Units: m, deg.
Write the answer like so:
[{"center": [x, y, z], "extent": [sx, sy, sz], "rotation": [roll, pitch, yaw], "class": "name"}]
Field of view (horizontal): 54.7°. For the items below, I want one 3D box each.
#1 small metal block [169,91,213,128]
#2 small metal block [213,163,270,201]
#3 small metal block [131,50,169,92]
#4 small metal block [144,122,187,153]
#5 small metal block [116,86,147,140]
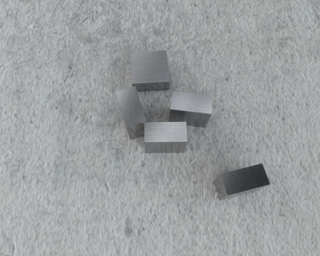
[{"center": [0.039, -0.023, 0.404], "extent": [0.050, 0.050, 0.025], "rotation": [7, 70, 2], "class": "small metal block"}, {"center": [0.096, 0.066, 0.372], "extent": [0.050, 0.050, 0.025], "rotation": [-14, 71, -5], "class": "small metal block"}, {"center": [-0.014, -0.080, 0.437], "extent": [0.050, 0.025, 0.050], "rotation": [-4, 70, -2], "class": "small metal block"}, {"center": [0.007, 0.013, 0.390], "extent": [0.050, 0.050, 0.025], "rotation": [-1, 70, -1], "class": "small metal block"}, {"center": [-0.035, -0.018, 0.401], "extent": [0.025, 0.050, 0.050], "rotation": [-16, 71, -6], "class": "small metal block"}]
